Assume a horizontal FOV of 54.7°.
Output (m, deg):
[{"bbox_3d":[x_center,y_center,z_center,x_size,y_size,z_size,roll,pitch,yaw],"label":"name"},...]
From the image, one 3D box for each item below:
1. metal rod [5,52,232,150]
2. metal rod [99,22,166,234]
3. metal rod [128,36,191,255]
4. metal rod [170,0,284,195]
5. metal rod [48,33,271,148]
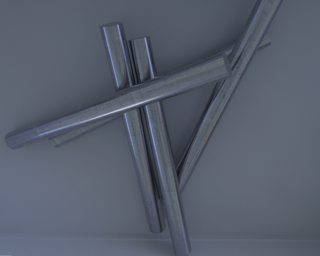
[{"bbox_3d":[-0.067,-0.021,0.354,0.300,0.025,0.025,-16,111,25],"label":"metal rod"},{"bbox_3d":[-0.028,0.020,0.397,0.025,0.025,0.298,-9,118,3],"label":"metal rod"},{"bbox_3d":[0.005,0.037,0.396,0.025,0.025,0.298,-10,109,4],"label":"metal rod"},{"bbox_3d":[0.067,-0.021,0.385,0.025,0.025,0.298,20,116,-7],"label":"metal rod"},{"bbox_3d":[-0.008,-0.047,0.393,0.301,0.025,0.025,-25,108,8],"label":"metal rod"}]
